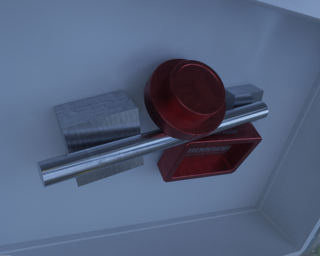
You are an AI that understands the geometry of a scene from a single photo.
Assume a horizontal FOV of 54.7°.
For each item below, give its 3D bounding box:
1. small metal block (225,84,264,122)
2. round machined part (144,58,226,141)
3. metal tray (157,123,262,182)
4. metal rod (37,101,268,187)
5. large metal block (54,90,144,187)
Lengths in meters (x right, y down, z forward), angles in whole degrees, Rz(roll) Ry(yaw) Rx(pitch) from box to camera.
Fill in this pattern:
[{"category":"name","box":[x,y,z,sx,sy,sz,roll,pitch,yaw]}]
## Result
[{"category":"small metal block","box":[0.119,-0.033,0.453,0.050,0.025,0.050,-11,123,-23]},{"category":"round machined part","box":[0.035,-0.038,0.354,0.099,0.098,0.042,-5,161,-27]},{"category":"metal tray","box":[0.071,0.035,0.448,0.131,0.030,0.089,-2,139,-29]},{"category":"metal rod","box":[0.015,0.009,0.364,0.303,0.025,0.025,-15,125,-29]},{"category":"large metal block","box":[-0.069,0.011,0.360,0.081,0.050,0.079,-17,125,-19]}]
